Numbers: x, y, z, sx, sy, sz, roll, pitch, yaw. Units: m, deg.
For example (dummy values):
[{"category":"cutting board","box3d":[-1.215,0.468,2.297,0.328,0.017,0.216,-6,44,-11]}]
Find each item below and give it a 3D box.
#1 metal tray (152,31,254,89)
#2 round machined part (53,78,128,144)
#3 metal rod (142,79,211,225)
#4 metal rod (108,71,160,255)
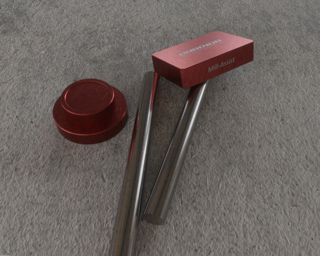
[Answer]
[{"category":"metal tray","box3d":[0.065,-0.109,0.474,0.131,0.030,0.090,-25,36,-20]},{"category":"round machined part","box3d":[-0.094,-0.029,0.415,0.099,0.042,0.098,0,50,0]},{"category":"metal rod","box3d":[0.039,-0.014,0.415,0.025,0.025,0.300,14,51,11]},{"category":"metal rod","box3d":[-0.027,0.038,0.370,0.025,0.025,0.300,4,50,3]}]
